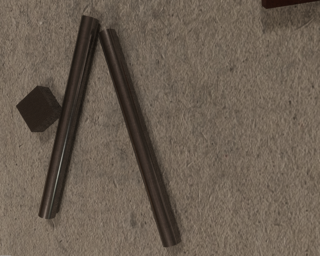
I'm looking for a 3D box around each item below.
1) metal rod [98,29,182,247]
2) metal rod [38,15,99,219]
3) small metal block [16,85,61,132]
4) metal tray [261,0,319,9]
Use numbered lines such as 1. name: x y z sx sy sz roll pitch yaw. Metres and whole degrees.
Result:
1. metal rod: -0.029 0.009 0.418 0.025 0.025 0.299 -20 84 18
2. metal rod: -0.135 -0.012 0.454 0.025 0.025 0.298 16 95 19
3. small metal block: -0.182 -0.028 0.471 0.050 0.025 0.050 -38 78 15
4. metal tray: 0.179 -0.191 0.343 0.130 0.030 0.089 -2 89 19
